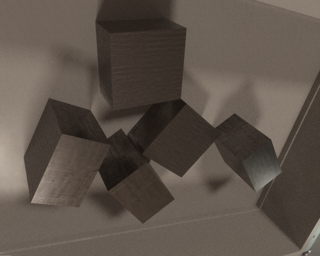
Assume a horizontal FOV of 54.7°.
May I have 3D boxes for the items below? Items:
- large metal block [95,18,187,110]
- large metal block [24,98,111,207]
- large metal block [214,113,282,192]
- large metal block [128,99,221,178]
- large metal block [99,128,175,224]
[{"bbox_3d":[-0.022,-0.072,0.338,0.081,0.050,0.079,-12,124,-23],"label":"large metal block"},{"bbox_3d":[-0.103,0.026,0.333,0.050,0.080,0.080,17,109,-35],"label":"large metal block"},{"bbox_3d":[0.129,0.037,0.469,0.050,0.080,0.080,-37,130,-4],"label":"large metal block"},{"bbox_3d":[0.020,0.007,0.410,0.080,0.050,0.080,-49,129,6],"label":"large metal block"},{"bbox_3d":[-0.036,0.060,0.392,0.050,0.080,0.080,-37,130,-4],"label":"large metal block"}]
